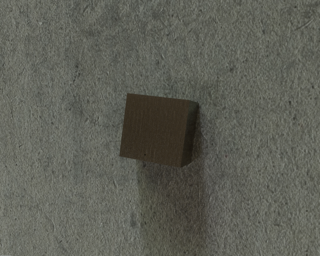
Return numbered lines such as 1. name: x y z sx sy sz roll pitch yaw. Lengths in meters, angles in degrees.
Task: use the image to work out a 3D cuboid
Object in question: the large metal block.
1. large metal block: 0.000 0.001 0.396 0.080 0.050 0.079 8 93 19
